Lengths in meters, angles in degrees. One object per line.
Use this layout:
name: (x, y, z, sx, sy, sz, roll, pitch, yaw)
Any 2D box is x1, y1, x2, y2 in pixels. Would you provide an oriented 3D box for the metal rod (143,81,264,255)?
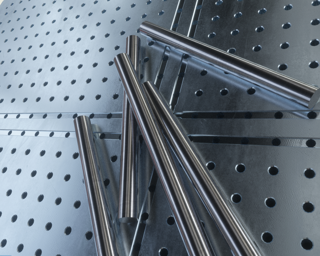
metal rod: (0.039, 0.044, 0.359, 0.025, 0.025, 0.300, -34, 52, 5)

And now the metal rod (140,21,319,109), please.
metal rod: (0.072, -0.100, 0.430, 0.300, 0.025, 0.025, 35, 81, 38)

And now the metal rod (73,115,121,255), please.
metal rod: (-0.075, 0.100, 0.384, 0.025, 0.025, 0.299, -29, 52, 9)

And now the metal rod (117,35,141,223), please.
metal rod: (-0.041, -0.020, 0.440, 0.025, 0.025, 0.299, -15, 56, 20)

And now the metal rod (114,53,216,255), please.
metal rod: (-0.007, 0.014, 0.383, 0.025, 0.025, 0.299, -29, 58, 9)
